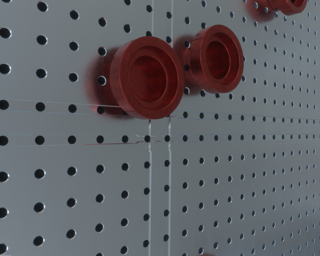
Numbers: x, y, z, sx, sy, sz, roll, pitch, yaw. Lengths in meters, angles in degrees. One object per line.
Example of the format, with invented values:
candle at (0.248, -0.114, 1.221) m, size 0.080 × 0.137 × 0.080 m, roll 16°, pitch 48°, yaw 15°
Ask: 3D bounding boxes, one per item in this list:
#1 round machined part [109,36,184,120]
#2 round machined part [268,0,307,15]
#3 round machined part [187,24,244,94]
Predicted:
round machined part at (-0.020, -0.059, 0.381) m, size 0.099 × 0.042 × 0.097 m, roll 0°, pitch 90°, yaw -40°
round machined part at (0.242, -0.266, 0.598) m, size 0.099 × 0.042 × 0.097 m, roll 0°, pitch 90°, yaw -40°
round machined part at (0.078, -0.100, 0.462) m, size 0.099 × 0.042 × 0.097 m, roll 0°, pitch 90°, yaw -40°
